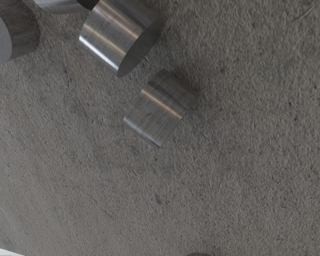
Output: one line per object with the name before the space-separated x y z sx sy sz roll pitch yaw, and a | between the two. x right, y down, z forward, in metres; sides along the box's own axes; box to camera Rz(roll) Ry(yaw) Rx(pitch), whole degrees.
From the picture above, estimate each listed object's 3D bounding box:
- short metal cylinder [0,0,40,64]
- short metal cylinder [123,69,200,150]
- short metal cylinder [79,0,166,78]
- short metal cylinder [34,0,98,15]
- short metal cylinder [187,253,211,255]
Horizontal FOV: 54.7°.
short metal cylinder | -0.213 -0.133 0.421 0.080 0.050 0.079 13 124 21
short metal cylinder | 0.002 -0.021 0.357 0.050 0.080 0.080 37 129 3
short metal cylinder | -0.039 -0.100 0.330 0.050 0.080 0.080 40 129 1
short metal cylinder | -0.094 -0.162 0.321 0.050 0.080 0.079 4 121 26
short metal cylinder | 0.069 0.255 0.512 0.080 0.050 0.079 13 124 21
